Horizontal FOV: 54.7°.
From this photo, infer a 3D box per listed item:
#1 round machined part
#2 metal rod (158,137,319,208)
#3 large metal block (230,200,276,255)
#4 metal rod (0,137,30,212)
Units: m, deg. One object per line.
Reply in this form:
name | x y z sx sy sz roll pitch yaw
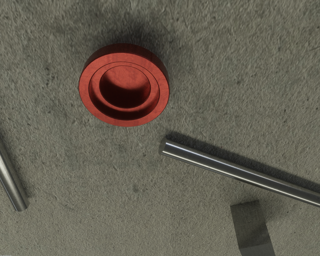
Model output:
round machined part | -0.039 -0.052 0.352 0.099 0.042 0.097 -1 130 0
metal rod | 0.139 0.074 0.472 0.302 0.025 0.025 20 127 -17
large metal block | 0.161 0.184 0.530 0.050 0.080 0.080 -17 128 13
metal rod | -0.229 0.014 0.415 0.025 0.025 0.298 0 130 0
